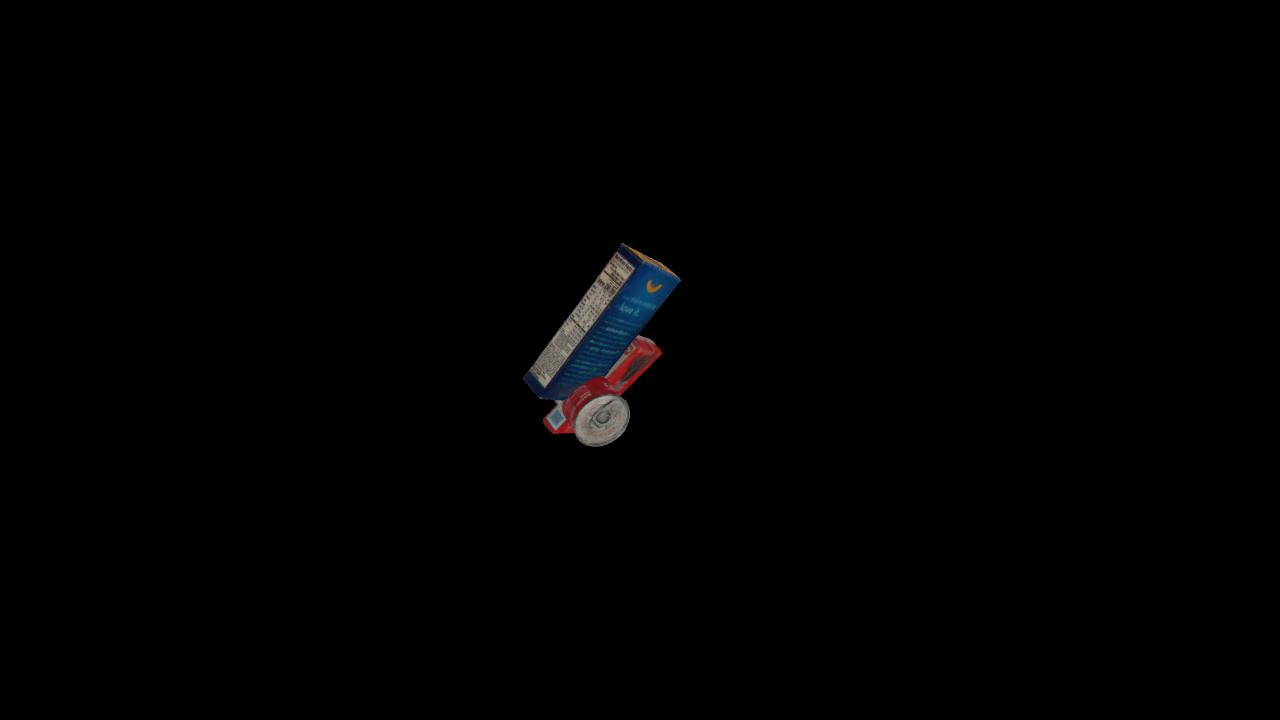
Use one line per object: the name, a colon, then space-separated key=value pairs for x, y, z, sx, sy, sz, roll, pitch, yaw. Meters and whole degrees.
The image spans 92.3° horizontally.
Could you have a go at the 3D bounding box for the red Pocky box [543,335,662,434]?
red Pocky box: x=-0.044 y=0.032 z=0.760 sx=0.155 sy=0.028 sz=0.083 roll=-46 pitch=-18 yaw=12

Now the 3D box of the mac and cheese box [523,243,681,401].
mac and cheese box: x=-0.041 y=-0.034 z=0.671 sx=0.041 sy=0.184 sz=0.093 roll=45 pitch=15 yaw=25

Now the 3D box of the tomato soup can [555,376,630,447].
tomato soup can: x=-0.062 y=0.045 z=0.715 sx=0.068 sy=0.068 sz=0.101 roll=0 pitch=27 yaw=-29
